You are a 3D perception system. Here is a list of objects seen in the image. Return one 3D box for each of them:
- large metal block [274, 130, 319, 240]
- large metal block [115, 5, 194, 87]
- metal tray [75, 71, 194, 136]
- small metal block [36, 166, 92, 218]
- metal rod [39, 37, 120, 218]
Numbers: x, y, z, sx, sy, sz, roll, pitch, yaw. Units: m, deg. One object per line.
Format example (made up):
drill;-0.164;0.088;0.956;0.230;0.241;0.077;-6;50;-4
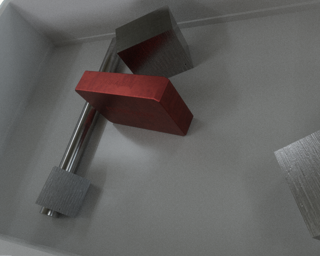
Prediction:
large metal block;0.159;0.044;0.266;0.080;0.050;0.080;-33;50;27
large metal block;-0.007;-0.113;0.442;0.080;0.080;0.050;-20;54;16
metal tray;-0.033;-0.032;0.399;0.130;0.090;0.030;10;67;32
small metal block;-0.124;0.083;0.399;0.025;0.050;0.050;-27;39;63
metal rod;-0.109;-0.016;0.470;0.025;0.025;0.300;2;63;29
